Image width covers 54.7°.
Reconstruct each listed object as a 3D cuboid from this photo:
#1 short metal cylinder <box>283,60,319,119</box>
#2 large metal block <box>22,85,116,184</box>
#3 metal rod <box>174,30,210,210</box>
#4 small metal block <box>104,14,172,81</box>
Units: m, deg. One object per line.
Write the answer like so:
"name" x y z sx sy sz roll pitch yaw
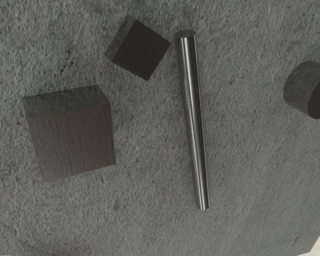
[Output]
"short metal cylinder" 0.245 -0.061 0.490 0.081 0.050 0.079 -14 125 -21
"large metal block" -0.098 0.005 0.341 0.081 0.050 0.079 -14 124 -21
"metal rod" 0.051 0.011 0.443 0.025 0.025 0.298 -22 127 -16
"small metal block" -0.024 -0.087 0.341 0.050 0.025 0.050 24 105 -37
